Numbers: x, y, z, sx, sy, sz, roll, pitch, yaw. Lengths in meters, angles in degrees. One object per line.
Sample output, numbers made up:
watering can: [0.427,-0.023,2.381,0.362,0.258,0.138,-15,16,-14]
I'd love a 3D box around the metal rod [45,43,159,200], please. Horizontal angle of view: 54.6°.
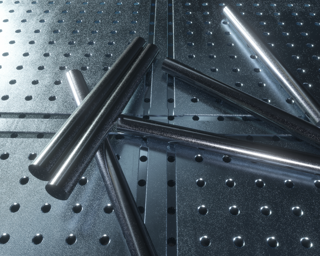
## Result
metal rod: [-0.057,-0.033,0.410,0.025,0.025,0.301,13,44,11]

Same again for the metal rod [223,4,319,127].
metal rod: [0.176,-0.117,0.507,0.025,0.025,0.300,-13,51,-11]

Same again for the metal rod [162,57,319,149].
metal rod: [0.129,-0.031,0.434,0.300,0.025,0.025,30,56,23]

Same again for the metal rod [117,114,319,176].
metal rod: [0.092,0.024,0.387,0.301,0.025,0.025,12,51,10]

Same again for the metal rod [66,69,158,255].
metal rod: [-0.072,0.026,0.385,0.025,0.025,0.300,-18,52,-15]

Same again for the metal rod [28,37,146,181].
metal rod: [-0.078,-0.050,0.421,0.025,0.025,0.301,13,43,11]
